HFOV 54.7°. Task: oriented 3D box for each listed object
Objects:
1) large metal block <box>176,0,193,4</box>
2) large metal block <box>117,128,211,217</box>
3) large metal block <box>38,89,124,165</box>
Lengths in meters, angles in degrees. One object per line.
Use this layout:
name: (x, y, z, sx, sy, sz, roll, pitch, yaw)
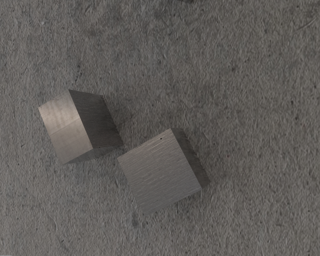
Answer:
large metal block: (0.019, -0.209, 0.373, 0.050, 0.080, 0.080, 22, 97, 19)
large metal block: (0.006, 0.054, 0.394, 0.080, 0.050, 0.080, -30, 80, 17)
large metal block: (-0.103, -0.001, 0.416, 0.050, 0.080, 0.080, -27, 81, 18)
